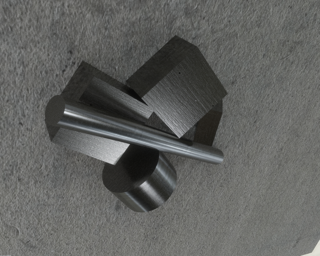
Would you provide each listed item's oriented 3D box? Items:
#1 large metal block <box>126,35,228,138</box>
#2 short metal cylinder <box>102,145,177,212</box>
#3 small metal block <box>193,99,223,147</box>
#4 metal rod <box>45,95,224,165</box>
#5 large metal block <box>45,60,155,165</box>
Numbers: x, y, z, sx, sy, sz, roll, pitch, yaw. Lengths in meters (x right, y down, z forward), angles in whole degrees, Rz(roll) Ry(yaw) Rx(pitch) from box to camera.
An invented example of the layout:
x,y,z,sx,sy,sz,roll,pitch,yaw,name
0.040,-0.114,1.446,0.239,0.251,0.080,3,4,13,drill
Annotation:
x,y,z,sx,sy,sz,roll,pitch,yaw,name
0.021,-0.048,0.371,0.080,0.050,0.080,-43,130,1,large metal block
-0.025,0.059,0.395,0.080,0.080,0.050,-38,130,-3,short metal cylinder
0.065,-0.011,0.418,0.025,0.050,0.050,15,116,4,small metal block
0.002,0.015,0.366,0.301,0.025,0.025,19,109,-53,metal rod
-0.068,-0.015,0.346,0.080,0.050,0.080,28,103,-38,large metal block
